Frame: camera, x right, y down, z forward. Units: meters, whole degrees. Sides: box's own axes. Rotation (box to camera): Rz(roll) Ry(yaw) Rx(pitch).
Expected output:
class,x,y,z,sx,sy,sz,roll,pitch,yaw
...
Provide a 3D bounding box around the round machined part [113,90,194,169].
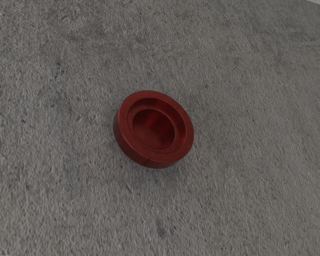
class,x,y,z,sx,sy,sz,roll,pitch,yaw
round machined part,-0.011,0.005,0.383,0.099,0.042,0.098,13,56,-21
